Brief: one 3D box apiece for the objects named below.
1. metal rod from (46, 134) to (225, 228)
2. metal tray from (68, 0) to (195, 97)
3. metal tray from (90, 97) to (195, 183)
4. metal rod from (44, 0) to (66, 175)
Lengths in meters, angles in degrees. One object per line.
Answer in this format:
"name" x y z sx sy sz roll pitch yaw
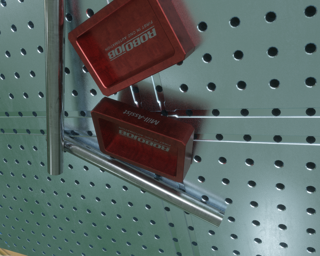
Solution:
"metal rod" -0.046 0.072 0.477 0.301 0.025 0.025 24 127 12
"metal tray" -0.037 -0.100 0.363 0.130 0.030 0.090 -19 109 35
"metal tray" -0.023 0.017 0.414 0.130 0.030 0.089 19 141 16
"metal rod" -0.145 -0.059 0.429 0.025 0.025 0.298 20 120 16
